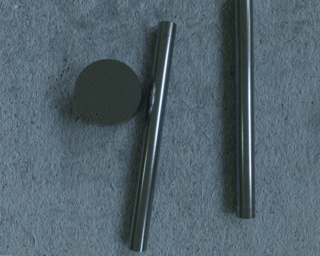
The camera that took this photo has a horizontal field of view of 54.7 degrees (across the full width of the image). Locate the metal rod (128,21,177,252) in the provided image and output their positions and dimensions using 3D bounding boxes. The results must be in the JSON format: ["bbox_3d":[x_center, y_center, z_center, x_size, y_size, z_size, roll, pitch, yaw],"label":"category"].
[{"bbox_3d":[-0.010,0.011,0.409,0.025,0.025,0.298,8,90,0],"label":"metal rod"}]

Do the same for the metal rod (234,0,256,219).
[{"bbox_3d":[0.112,-0.032,0.410,0.025,0.025,0.298,-1,90,0],"label":"metal rod"}]

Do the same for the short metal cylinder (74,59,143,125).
[{"bbox_3d":[-0.063,-0.043,0.397,0.081,0.050,0.079,0,90,0],"label":"short metal cylinder"}]
